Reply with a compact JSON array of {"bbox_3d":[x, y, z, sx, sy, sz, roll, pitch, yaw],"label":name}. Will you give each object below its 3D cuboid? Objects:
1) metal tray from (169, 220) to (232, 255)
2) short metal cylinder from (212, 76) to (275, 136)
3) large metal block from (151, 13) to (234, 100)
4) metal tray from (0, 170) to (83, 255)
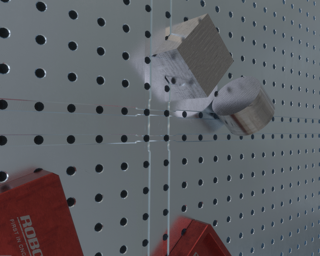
[{"bbox_3d":[0.067,0.214,0.462,0.090,0.030,0.130,-48,118,-29],"label":"metal tray"},{"bbox_3d":[0.129,-0.034,0.481,0.050,0.080,0.080,46,63,-31],"label":"short metal cylinder"},{"bbox_3d":[0.048,-0.097,0.433,0.080,0.050,0.080,52,59,-27],"label":"large metal block"},{"bbox_3d":[-0.128,0.117,0.299,0.091,0.030,0.129,-22,104,-38],"label":"metal tray"}]
